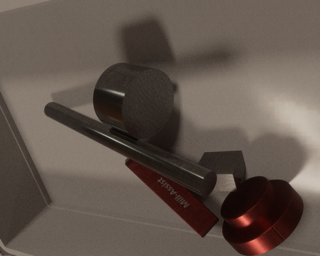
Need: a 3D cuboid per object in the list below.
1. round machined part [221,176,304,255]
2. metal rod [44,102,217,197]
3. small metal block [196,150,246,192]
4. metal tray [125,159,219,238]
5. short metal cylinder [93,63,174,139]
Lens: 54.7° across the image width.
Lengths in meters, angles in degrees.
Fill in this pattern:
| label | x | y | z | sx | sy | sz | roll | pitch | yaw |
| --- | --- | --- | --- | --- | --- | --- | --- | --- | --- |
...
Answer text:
| label | x | y | z | sx | sy | sz | roll | pitch | yaw |
| --- | --- | --- | --- | --- | --- | --- | --- | --- | --- |
| round machined part | 0.110 | 0.094 | 0.361 | 0.042 | 0.098 | 0.098 | 48 | 129 | -6 |
| metal rod | -0.061 | 0.011 | 0.380 | 0.300 | 0.025 | 0.025 | 21 | 129 | 41 |
| small metal block | 0.074 | 0.053 | 0.385 | 0.050 | 0.050 | 0.025 | -6 | 116 | 30 |
| metal tray | 0.011 | 0.079 | 0.411 | 0.130 | 0.030 | 0.090 | 44 | 174 | -2 |
| short metal cylinder | -0.029 | -0.032 | 0.359 | 0.050 | 0.081 | 0.079 | 20 | 129 | 40 |
